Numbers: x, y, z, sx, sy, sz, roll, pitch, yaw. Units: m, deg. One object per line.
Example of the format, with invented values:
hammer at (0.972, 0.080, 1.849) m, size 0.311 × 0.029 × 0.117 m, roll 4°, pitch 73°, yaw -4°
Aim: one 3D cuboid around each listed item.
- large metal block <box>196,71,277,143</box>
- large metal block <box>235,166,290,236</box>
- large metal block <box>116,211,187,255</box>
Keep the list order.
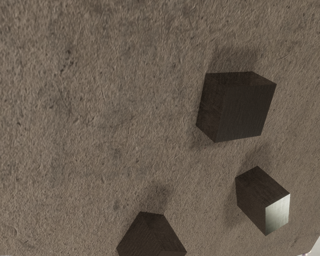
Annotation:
large metal block at (0.103, -0.031, 0.430) m, size 0.081 × 0.050 × 0.079 m, roll -7°, pitch 122°, yaw -25°
large metal block at (0.181, 0.129, 0.553) m, size 0.050 × 0.080 × 0.080 m, roll -25°, pitch 128°, yaw -14°
large metal block at (-0.016, 0.191, 0.482) m, size 0.050 × 0.080 × 0.080 m, roll 21°, pitch 107°, yaw -36°
